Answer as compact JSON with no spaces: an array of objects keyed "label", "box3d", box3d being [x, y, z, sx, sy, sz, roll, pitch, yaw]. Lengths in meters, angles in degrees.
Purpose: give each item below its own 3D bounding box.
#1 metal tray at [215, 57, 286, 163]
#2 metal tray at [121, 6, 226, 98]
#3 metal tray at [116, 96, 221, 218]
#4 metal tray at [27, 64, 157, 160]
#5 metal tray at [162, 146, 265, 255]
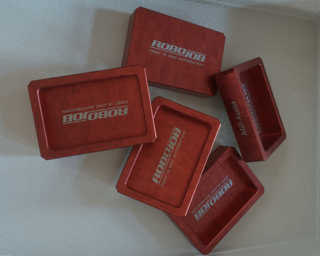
[{"label":"metal tray","box3d":[0.132,-0.028,0.438,0.091,0.030,0.129,-29,101,-45]},{"label":"metal tray","box3d":[0.019,-0.097,0.416,0.131,0.030,0.089,10,87,-20]},{"label":"metal tray","box3d":[0.012,0.036,0.393,0.090,0.030,0.130,22,80,4]},{"label":"metal tray","box3d":[-0.076,-0.018,0.360,0.131,0.030,0.089,-9,94,-3]},{"label":"metal tray","box3d":[0.076,0.099,0.437,0.130,0.030,0.090,-42,104,-16]}]
